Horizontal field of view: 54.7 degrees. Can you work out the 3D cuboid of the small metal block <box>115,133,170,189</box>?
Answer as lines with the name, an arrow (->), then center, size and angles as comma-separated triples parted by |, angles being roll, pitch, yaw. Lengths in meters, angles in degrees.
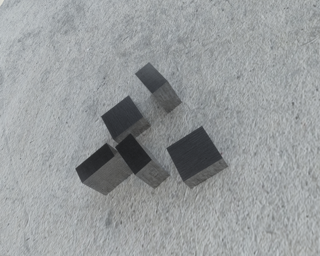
small metal block -> -0.021, 0.041, 0.374 | 0.025, 0.050, 0.050 | -42, 51, 0

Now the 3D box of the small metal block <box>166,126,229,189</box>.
small metal block -> 0.043, 0.034, 0.361 | 0.050, 0.025, 0.050 | -33, 52, 7

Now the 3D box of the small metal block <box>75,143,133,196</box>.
small metal block -> -0.068, 0.053, 0.391 | 0.050, 0.050, 0.025 | -40, 51, 1

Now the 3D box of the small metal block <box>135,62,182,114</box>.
small metal block -> -0.002, -0.054, 0.422 | 0.025, 0.050, 0.050 | -40, 51, 2

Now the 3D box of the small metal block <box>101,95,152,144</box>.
small metal block -> -0.048, -0.010, 0.435 | 0.050, 0.025, 0.050 | -37, 51, 3
